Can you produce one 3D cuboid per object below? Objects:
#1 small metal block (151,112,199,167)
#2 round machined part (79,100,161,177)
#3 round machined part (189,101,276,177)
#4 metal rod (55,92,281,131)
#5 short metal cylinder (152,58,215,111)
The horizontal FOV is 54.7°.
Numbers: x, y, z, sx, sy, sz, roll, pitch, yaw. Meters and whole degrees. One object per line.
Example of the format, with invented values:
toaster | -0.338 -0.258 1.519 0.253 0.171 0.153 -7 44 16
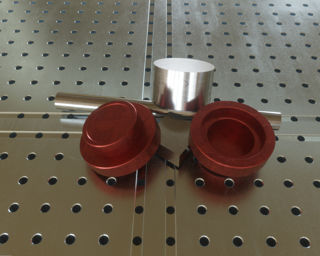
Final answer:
small metal block | 0.018 0.013 0.391 0.050 0.025 0.050 29 56 22
round machined part | -0.052 0.005 0.370 0.098 0.042 0.098 -11 49 14
round machined part | 0.084 0.017 0.375 0.099 0.042 0.098 2 52 -2
metal rod | 0.008 -0.023 0.422 0.302 0.025 0.025 6 50 4
short metal cylinder | 0.031 -0.061 0.419 0.081 0.050 0.080 3 25 -1
